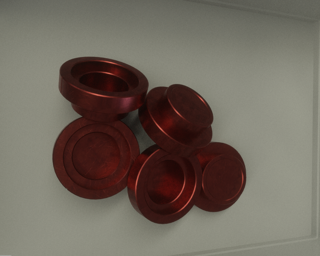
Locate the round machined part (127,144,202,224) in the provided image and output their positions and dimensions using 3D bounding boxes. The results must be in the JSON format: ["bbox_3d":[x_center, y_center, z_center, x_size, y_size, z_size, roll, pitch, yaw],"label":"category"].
[{"bbox_3d":[0.002,0.066,0.389,0.099,0.042,0.097,-5,99,-33],"label":"round machined part"}]

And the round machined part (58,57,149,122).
[{"bbox_3d":[-0.066,-0.042,0.357,0.099,0.098,0.042,3,125,-20],"label":"round machined part"}]

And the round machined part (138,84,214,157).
[{"bbox_3d":[0.026,-0.016,0.381,0.099,0.042,0.098,24,40,-22],"label":"round machined part"}]

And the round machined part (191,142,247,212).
[{"bbox_3d":[0.079,0.068,0.430,0.099,0.042,0.097,0,90,-21],"label":"round machined part"}]

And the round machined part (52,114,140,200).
[{"bbox_3d":[-0.077,0.033,0.371,0.099,0.042,0.097,0,90,-21],"label":"round machined part"}]
